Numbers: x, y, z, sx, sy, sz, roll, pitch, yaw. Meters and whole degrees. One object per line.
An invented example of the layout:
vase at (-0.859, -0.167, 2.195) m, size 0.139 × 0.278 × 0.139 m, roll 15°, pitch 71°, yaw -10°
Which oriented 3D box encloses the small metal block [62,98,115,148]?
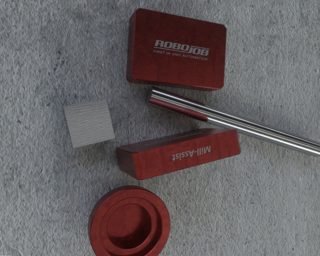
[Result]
small metal block at (-0.087, -0.006, 0.377) m, size 0.050 × 0.025 × 0.050 m, roll -14°, pitch 95°, yaw -20°

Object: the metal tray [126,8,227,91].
metal tray at (0.024, -0.101, 0.416) m, size 0.131 × 0.030 × 0.089 m, roll 3°, pitch 89°, yaw -21°

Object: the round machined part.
round machined part at (-0.040, 0.120, 0.386) m, size 0.099 × 0.042 × 0.097 m, roll 0°, pitch 90°, yaw -21°

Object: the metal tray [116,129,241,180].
metal tray at (0.020, 0.027, 0.382) m, size 0.131 × 0.090 × 0.030 m, roll -12°, pitch 94°, yaw -20°

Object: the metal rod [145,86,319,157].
metal rod at (0.122, -0.004, 0.455) m, size 0.302 × 0.025 × 0.025 m, roll 16°, pitch 85°, yaw -20°
